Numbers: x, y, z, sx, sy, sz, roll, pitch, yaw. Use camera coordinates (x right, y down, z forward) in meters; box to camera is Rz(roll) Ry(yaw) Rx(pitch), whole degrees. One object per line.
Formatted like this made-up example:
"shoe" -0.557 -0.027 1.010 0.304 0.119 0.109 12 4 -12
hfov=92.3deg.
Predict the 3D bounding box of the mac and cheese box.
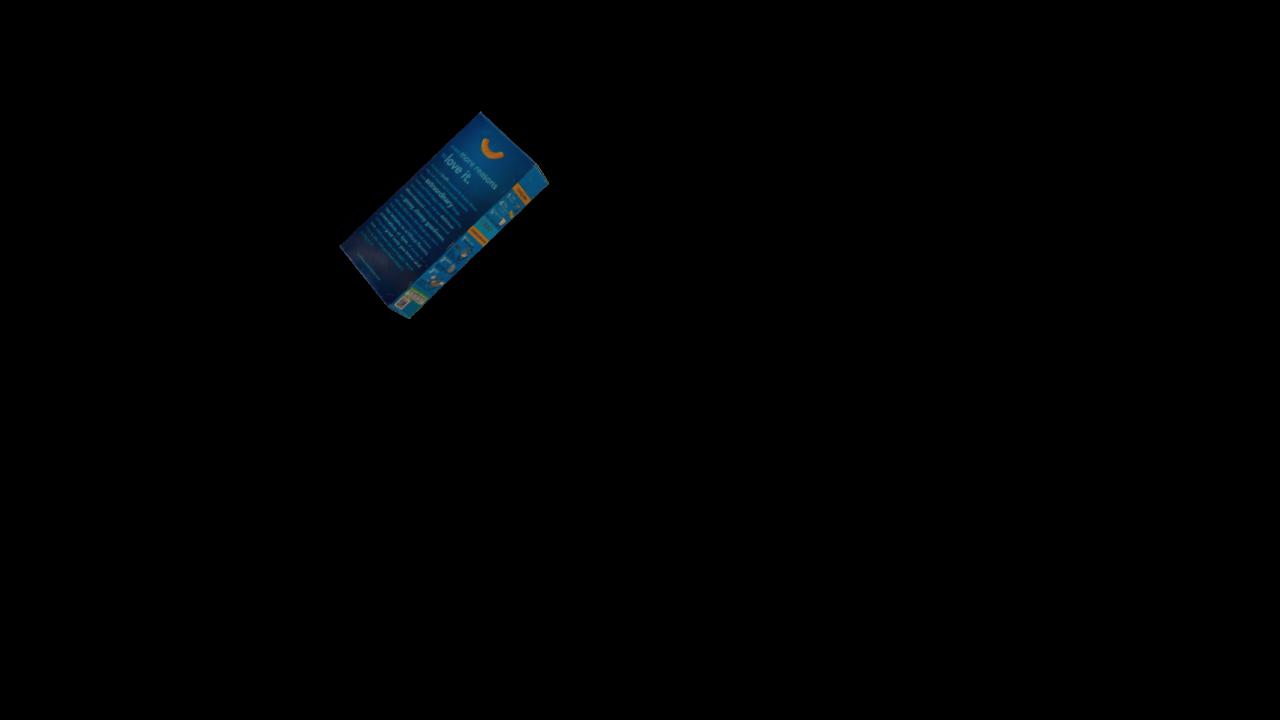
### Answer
"mac and cheese box" -0.183 -0.135 0.575 0.093 0.184 0.041 45 -2 22
